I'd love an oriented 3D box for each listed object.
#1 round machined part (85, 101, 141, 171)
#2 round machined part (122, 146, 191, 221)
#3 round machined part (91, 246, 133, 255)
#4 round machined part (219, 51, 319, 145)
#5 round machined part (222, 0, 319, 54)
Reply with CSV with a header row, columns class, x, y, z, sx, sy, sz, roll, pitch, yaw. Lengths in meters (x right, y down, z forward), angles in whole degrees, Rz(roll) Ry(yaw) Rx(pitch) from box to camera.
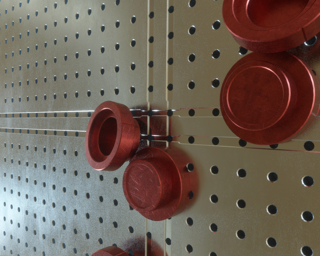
class,x,y,z,sx,sy,sz,roll,pitch,yaw
round machined part,-0.065,0.013,0.444,0.098,0.042,0.098,-16,68,46
round machined part,-0.011,0.073,0.409,0.098,0.042,0.097,0,90,40
round machined part,-0.061,0.221,0.450,0.098,0.042,0.097,0,90,40
round machined part,0.103,-0.031,0.314,0.098,0.042,0.097,0,90,40
round machined part,0.113,-0.113,0.293,0.098,0.042,0.098,-13,64,29
